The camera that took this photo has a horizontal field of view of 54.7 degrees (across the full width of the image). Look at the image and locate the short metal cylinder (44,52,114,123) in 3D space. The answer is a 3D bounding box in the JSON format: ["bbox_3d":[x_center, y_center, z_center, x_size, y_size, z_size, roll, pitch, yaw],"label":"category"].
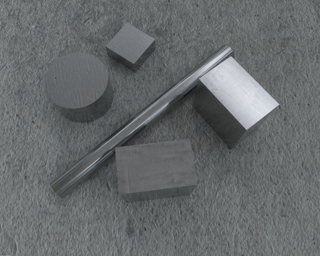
[{"bbox_3d":[-0.106,-0.053,0.413,0.081,0.050,0.080,0,70,0],"label":"short metal cylinder"}]

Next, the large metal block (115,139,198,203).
[{"bbox_3d":[-0.005,0.053,0.360,0.081,0.080,0.050,-7,70,-3],"label":"large metal block"}]

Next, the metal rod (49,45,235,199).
[{"bbox_3d":[-0.014,-0.016,0.414,0.301,0.025,0.025,-40,75,-13],"label":"metal rod"}]

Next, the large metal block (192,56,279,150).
[{"bbox_3d":[0.089,-0.028,0.390,0.050,0.080,0.080,-36,74,-12],"label":"large metal block"}]

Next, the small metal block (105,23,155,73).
[{"bbox_3d":[-0.042,-0.117,0.451,0.050,0.025,0.050,34,73,11],"label":"small metal block"}]
